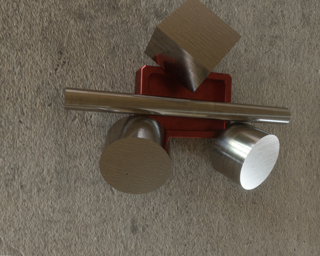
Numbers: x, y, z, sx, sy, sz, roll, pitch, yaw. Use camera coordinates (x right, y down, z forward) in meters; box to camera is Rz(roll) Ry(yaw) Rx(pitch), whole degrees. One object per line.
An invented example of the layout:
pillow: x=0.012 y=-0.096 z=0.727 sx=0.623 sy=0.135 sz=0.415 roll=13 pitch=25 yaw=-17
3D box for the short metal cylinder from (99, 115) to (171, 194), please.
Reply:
short metal cylinder: x=-0.027 y=0.031 z=0.367 sx=0.081 sy=0.050 sz=0.079 roll=0 pitch=120 yaw=0

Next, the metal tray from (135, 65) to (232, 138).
metal tray: x=0.032 y=-0.032 z=0.420 sx=0.131 sy=0.030 sz=0.089 roll=2 pitch=89 yaw=-20

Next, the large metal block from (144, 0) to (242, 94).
large metal block: x=0.041 y=-0.105 z=0.389 sx=0.080 sy=0.050 sz=0.080 roll=41 pitch=60 yaw=0

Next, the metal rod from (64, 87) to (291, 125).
metal rod: x=0.037 y=-0.025 z=0.392 sx=0.302 sy=0.025 sz=0.025 roll=3 pitch=89 yaw=-20

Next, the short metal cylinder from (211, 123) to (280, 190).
short metal cylinder: x=0.117 y=0.036 z=0.423 sx=0.081 sy=0.050 sz=0.079 roll=-20 pitch=123 yaw=-33
